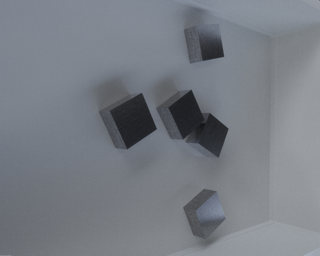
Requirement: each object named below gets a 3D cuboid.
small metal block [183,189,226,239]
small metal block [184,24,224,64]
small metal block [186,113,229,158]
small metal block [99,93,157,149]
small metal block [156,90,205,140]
[{"bbox_3d":[0.067,0.127,0.463,0.050,0.025,0.050,-32,110,-35],"label":"small metal block"},{"bbox_3d":[0.066,-0.126,0.462,0.050,0.025,0.050,-19,102,-38],"label":"small metal block"},{"bbox_3d":[0.072,0.011,0.467,0.050,0.025,0.050,35,69,-35],"label":"small metal block"},{"bbox_3d":[-0.038,-0.009,0.375,0.050,0.025,0.050,-35,112,-35],"label":"small metal block"},{"bbox_3d":[0.029,-0.019,0.431,0.050,0.025,0.050,-39,114,-33],"label":"small metal block"}]
